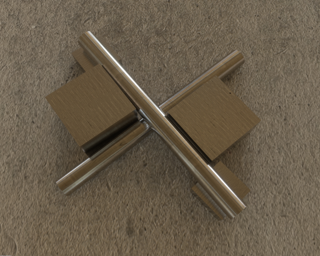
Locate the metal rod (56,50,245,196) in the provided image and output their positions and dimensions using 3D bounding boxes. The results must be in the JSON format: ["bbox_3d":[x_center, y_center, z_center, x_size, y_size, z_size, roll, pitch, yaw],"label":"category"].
[{"bbox_3d":[-0.004,-0.014,0.415,0.301,0.025,0.025,-37,74,-13],"label":"metal rod"}]

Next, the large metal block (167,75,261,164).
[{"bbox_3d":[0.066,-0.006,0.399,0.080,0.050,0.080,-37,74,-13],"label":"large metal block"}]

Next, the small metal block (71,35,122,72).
[{"bbox_3d":[-0.089,-0.097,0.445,0.050,0.025,0.050,-36,74,-12],"label":"small metal block"}]

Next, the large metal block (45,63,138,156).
[{"bbox_3d":[-0.085,-0.022,0.402,0.080,0.050,0.080,-35,74,-12],"label":"large metal block"}]

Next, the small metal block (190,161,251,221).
[{"bbox_3d":[0.073,0.078,0.382,0.050,0.025,0.050,-41,75,-14],"label":"small metal block"}]

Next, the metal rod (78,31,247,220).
[{"bbox_3d":[-0.007,-0.014,0.387,0.025,0.025,0.300,-38,75,-13],"label":"metal rod"}]
